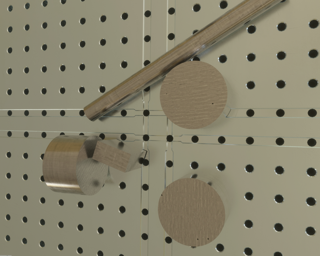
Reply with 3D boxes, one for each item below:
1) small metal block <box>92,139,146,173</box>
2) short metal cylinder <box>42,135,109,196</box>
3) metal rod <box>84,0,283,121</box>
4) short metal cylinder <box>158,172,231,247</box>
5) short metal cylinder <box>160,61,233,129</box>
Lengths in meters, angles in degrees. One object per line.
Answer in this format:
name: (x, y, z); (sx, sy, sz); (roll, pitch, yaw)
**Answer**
small metal block: (-0.054, 0.036, 0.418); (0.050, 0.050, 0.025); (20, 97, 19)
short metal cylinder: (-0.112, 0.050, 0.423); (0.050, 0.080, 0.080); (1, 90, 20)
metal rod: (0.022, -0.093, 0.404); (0.300, 0.025, 0.025); (-30, 80, 17)
short metal cylinder: (0.044, 0.098, 0.384); (0.080, 0.050, 0.080); (0, 90, 20)
short metal cylinder: (0.046, -0.038, 0.383); (0.080, 0.050, 0.080); (0, 90, 20)
